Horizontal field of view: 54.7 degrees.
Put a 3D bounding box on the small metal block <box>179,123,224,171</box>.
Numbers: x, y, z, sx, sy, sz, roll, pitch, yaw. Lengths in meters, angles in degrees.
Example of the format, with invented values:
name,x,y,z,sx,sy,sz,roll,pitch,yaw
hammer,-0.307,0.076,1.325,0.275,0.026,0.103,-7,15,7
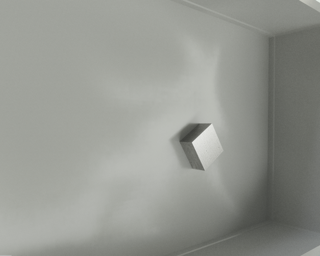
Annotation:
name,x,y,z,sx,sy,sz,roll,pitch,yaw
small metal block,0.063,0.027,0.462,0.050,0.025,0.050,-40,115,-33
